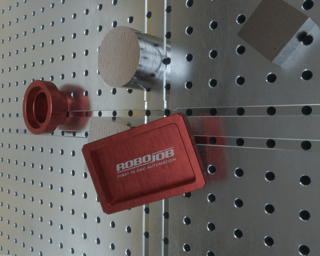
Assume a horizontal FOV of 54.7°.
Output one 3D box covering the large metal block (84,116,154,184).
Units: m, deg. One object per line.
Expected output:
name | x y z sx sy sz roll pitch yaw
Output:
large metal block | -0.058 0.030 0.438 0.080 0.050 0.079 14 99 39

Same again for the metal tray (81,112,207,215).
metal tray | -0.019 0.043 0.373 0.130 0.030 0.090 -19 91 13

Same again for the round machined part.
round machined part | -0.206 -0.037 0.565 0.098 0.042 0.097 0 90 39

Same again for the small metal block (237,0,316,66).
small metal block | 0.116 -0.099 0.313 0.050 0.025 0.050 50 119 28

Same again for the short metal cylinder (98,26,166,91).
short metal cylinder | -0.039 -0.093 0.423 0.080 0.050 0.079 0 90 39
